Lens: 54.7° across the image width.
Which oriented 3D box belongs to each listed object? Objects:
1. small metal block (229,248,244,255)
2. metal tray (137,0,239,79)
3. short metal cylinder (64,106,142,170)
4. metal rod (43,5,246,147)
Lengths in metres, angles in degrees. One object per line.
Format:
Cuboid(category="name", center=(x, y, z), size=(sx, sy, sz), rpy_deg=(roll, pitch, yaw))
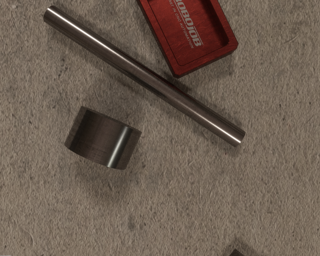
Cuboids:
Cuboid(category="small metal block", center=(0.107, 0.200, 0.412), size=(0.050, 0.025, 0.050), rpy_deg=(39, 90, -1))
Cuboid(category="metal tray", center=(0.033, -0.142, 0.407), size=(0.090, 0.030, 0.129), rpy_deg=(-26, 90, -1))
Cuboid(category="short metal cylinder", center=(-0.069, 0.012, 0.382), size=(0.080, 0.080, 0.050), rpy_deg=(24, 90, -1))
Cuboid(category="metal rod", center=(-0.020, -0.068, 0.409), size=(0.301, 0.025, 0.025), rpy_deg=(33, 90, -1))
